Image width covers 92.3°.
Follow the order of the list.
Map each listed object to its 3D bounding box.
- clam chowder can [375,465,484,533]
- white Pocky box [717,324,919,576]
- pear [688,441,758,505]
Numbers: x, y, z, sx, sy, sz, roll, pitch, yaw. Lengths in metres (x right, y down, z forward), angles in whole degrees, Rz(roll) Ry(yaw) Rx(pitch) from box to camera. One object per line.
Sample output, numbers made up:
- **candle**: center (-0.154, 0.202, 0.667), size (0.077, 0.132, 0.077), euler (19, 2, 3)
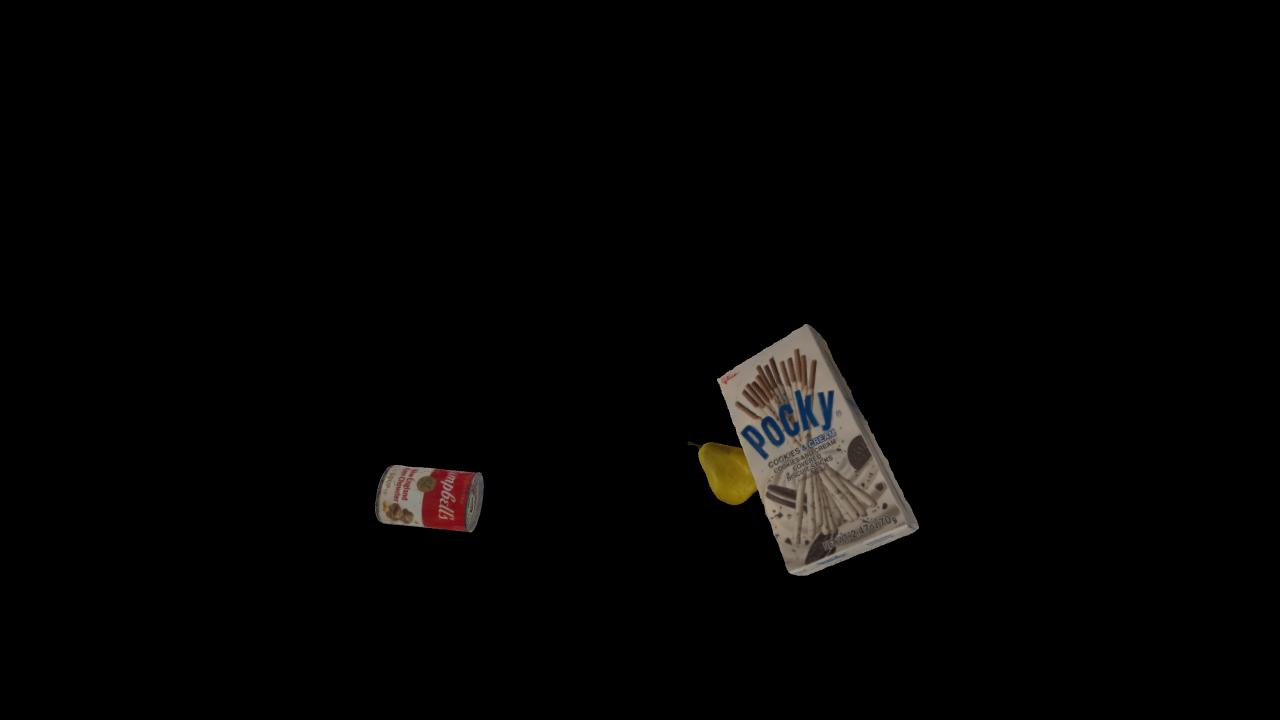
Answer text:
- **clam chowder can**: center (-0.236, 0.157, 0.698), size (0.102, 0.068, 0.068), euler (5, 0, 0)
- **white Pocky box**: center (0.114, 0.058, 0.422), size (0.084, 0.154, 0.028), euler (-34, -36, 25)
- **pear**: center (0.118, 0.143, 0.853), size (0.080, 0.111, 0.080), euler (-41, -8, -7)
